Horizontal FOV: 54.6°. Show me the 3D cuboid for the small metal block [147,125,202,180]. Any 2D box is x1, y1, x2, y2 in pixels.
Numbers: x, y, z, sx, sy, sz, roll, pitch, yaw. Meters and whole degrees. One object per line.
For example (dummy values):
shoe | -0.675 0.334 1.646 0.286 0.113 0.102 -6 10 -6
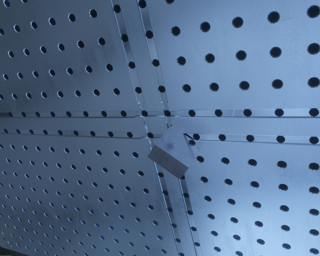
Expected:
small metal block | 0.020 0.031 0.404 0.050 0.050 0.025 34 129 5
